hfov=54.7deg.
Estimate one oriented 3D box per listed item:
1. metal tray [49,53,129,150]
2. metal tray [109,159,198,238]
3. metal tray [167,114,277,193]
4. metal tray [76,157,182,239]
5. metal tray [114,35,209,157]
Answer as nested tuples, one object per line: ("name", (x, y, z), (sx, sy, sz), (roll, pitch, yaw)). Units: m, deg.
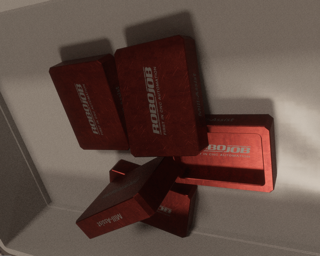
("metal tray", (-0.090, -0.031, 0.431), (0.090, 0.030, 0.129), (-2, 118, 28))
("metal tray", (-0.013, 0.108, 0.477), (0.130, 0.030, 0.089), (15, 125, 19))
("metal tray", (0.072, 0.029, 0.384), (0.130, 0.030, 0.089), (1, 119, 27))
("metal tray", (-0.041, 0.088, 0.401), (0.130, 0.090, 0.030), (-31, 101, 37))
("metal tray", (0.001, -0.033, 0.359), (0.090, 0.030, 0.129), (-4, 99, 29))
